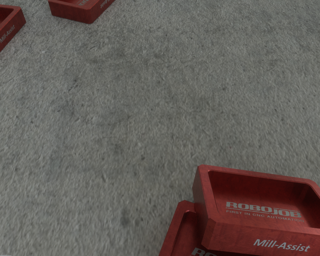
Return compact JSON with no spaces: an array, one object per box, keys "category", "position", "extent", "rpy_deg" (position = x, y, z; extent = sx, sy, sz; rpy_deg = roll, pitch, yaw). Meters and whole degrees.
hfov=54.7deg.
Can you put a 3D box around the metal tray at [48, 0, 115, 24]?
[{"category":"metal tray","position":[-0.147,-0.261,0.617],"extent":[0.090,0.030,0.130],"rpy_deg":[17,52,13]}]

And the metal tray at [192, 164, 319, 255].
[{"category":"metal tray","position":[0.102,0.079,0.299],"extent":[0.131,0.030,0.090],"rpy_deg":[8,25,-4]}]

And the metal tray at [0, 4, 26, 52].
[{"category":"metal tray","position":[-0.307,-0.169,0.537],"extent":[0.090,0.030,0.130],"rpy_deg":[9,50,7]}]

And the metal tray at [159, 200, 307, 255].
[{"category":"metal tray","position":[0.066,0.132,0.290],"extent":[0.130,0.030,0.090],"rpy_deg":[16,52,13]}]
